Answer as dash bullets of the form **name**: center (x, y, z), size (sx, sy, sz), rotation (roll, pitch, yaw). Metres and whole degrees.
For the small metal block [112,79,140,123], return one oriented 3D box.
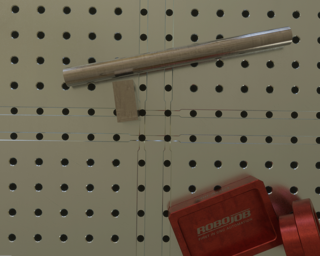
- **small metal block**: center (-0.042, -0.033, 0.400), size (0.025, 0.050, 0.050), rotation (-7, 90, 0)

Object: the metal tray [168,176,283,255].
- **metal tray**: center (0.086, 0.129, 0.412), size (0.131, 0.030, 0.090), rotation (-21, 90, -1)

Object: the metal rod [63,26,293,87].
- **metal rod**: center (0.024, -0.095, 0.413), size (0.302, 0.025, 0.025), rotation (-11, 90, -1)

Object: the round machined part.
- **round machined part**: center (0.179, 0.140, 0.384), size (0.042, 0.098, 0.097), rotation (-19, 90, 24)
